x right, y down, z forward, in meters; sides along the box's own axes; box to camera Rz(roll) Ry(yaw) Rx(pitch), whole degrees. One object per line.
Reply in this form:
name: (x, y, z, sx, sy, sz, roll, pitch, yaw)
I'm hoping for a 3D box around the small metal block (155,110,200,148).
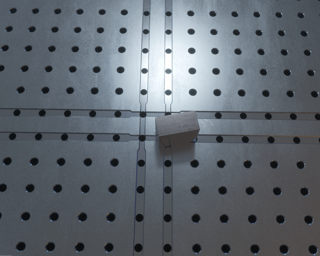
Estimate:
small metal block: (0.021, 0.003, 0.398, 0.050, 0.050, 0.025, -10, 71, -4)
